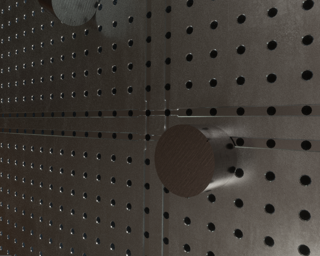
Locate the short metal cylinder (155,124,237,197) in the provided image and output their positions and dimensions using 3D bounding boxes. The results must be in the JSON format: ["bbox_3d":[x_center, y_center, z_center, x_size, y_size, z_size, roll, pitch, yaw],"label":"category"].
[{"bbox_3d":[0.041,0.036,0.358,0.080,0.050,0.079,0,90,39],"label":"short metal cylinder"}]

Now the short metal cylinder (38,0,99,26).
[{"bbox_3d":[-0.146,-0.210,0.491,0.050,0.081,0.079,37,113,33],"label":"short metal cylinder"}]
